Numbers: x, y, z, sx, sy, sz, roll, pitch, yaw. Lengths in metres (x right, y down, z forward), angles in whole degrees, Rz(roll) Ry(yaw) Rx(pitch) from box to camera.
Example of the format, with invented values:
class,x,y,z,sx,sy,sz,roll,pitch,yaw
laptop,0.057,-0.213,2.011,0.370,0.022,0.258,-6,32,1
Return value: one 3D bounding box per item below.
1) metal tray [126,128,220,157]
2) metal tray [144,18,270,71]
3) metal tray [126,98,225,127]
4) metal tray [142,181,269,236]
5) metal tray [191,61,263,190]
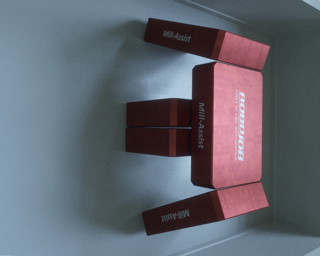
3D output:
class,x,y,z,sx,sy,sz,roll,pitch,yaw
metal tray,0.034,0.016,0.392,0.131,0.090,0.030,1,90,-40
metal tray,0.053,-0.104,0.379,0.091,0.130,0.030,1,110,-40
metal tray,0.035,-0.016,0.392,0.131,0.090,0.030,1,90,-40
metal tray,0.051,0.099,0.378,0.091,0.130,0.030,1,68,-41
metal tray,0.077,-0.002,0.348,0.091,0.030,0.129,1,89,-41
